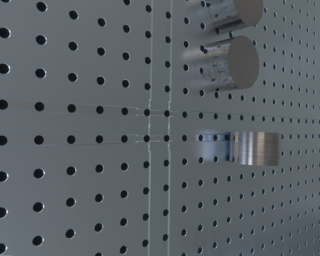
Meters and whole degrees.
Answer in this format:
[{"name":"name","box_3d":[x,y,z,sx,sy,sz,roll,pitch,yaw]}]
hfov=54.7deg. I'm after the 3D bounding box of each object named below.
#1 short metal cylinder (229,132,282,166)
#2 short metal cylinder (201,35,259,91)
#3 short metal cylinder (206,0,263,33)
[{"name":"short metal cylinder","box_3d":[0.154,0.032,0.502,0.081,0.080,0.050,4,88,-40]},{"name":"short metal cylinder","box_3d":[0.111,-0.099,0.485,0.081,0.050,0.079,0,90,-40]},{"name":"short metal cylinder","box_3d":[0.119,-0.197,0.492,0.081,0.050,0.079,0,90,-40]}]
